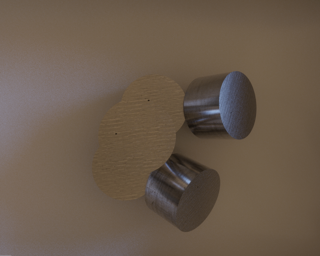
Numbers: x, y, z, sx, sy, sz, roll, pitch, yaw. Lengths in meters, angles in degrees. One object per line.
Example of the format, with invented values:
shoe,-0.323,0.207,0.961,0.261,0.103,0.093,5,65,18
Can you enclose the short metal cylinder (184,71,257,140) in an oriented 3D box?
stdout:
short metal cylinder,0.075,-0.026,0.378,0.081,0.050,0.079,2,88,-44

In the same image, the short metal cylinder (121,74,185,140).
short metal cylinder,-0.007,-0.025,0.397,0.081,0.050,0.079,0,90,-1

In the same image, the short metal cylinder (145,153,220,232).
short metal cylinder,0.028,0.077,0.376,0.050,0.080,0.080,24,90,40

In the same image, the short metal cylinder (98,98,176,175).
short metal cylinder,-0.024,0.008,0.346,0.081,0.050,0.079,0,90,-1

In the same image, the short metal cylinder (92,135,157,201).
short metal cylinder,-0.042,0.047,0.397,0.081,0.050,0.079,0,90,-1
